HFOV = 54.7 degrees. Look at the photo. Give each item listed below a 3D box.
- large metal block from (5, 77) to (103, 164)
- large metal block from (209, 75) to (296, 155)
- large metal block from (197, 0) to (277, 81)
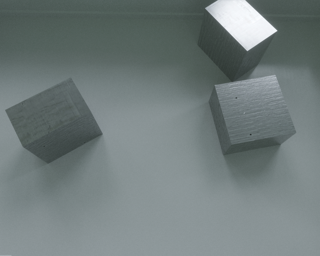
[{"bbox_3d":[-0.125,-0.006,0.381,0.080,0.080,0.050,-30,73,-11],"label":"large metal block"},{"bbox_3d":[0.116,-0.016,0.404,0.081,0.050,0.080,-10,70,-4],"label":"large metal block"},{"bbox_3d":[0.101,-0.123,0.427,0.050,0.080,0.080,-35,74,-12],"label":"large metal block"}]
